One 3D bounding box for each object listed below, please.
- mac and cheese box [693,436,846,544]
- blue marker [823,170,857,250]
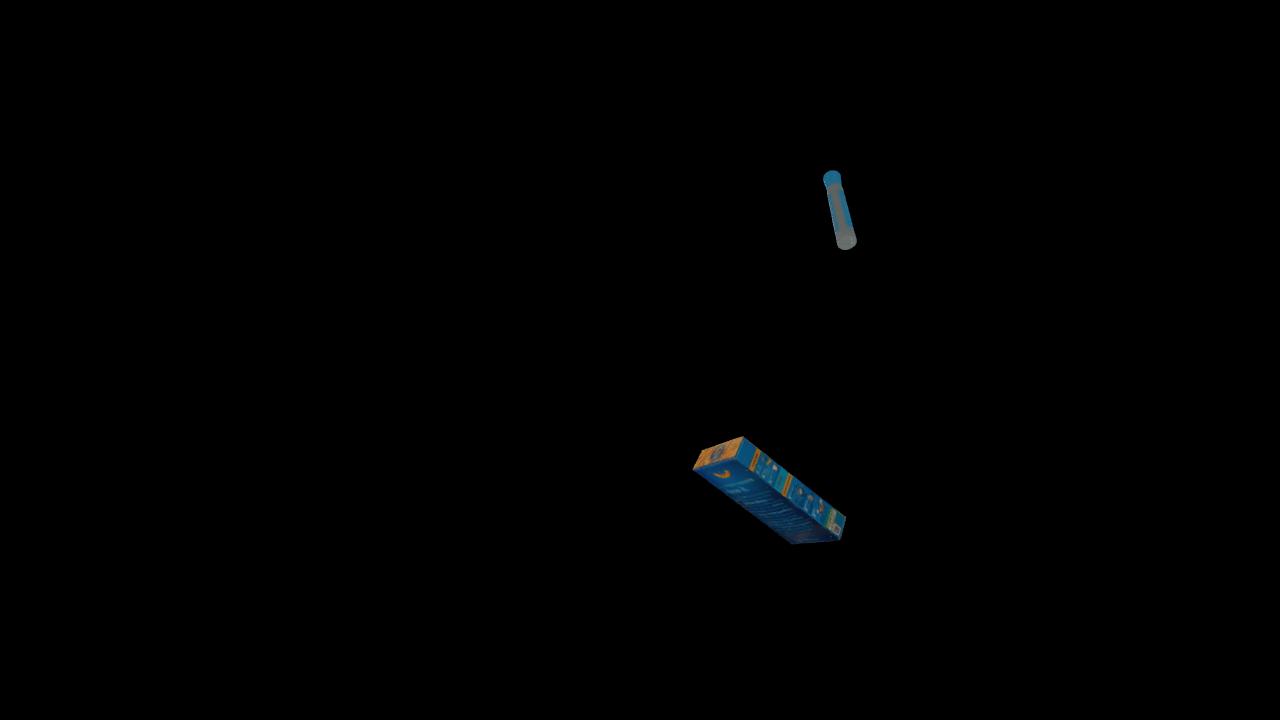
[{"bbox_3d":[0.168,0.174,0.800,0.184,0.041,0.093,39,-32,-13],"label":"mac and cheese box"},{"bbox_3d":[0.208,-0.161,0.644,0.020,0.121,0.020,3,-41,3],"label":"blue marker"}]
